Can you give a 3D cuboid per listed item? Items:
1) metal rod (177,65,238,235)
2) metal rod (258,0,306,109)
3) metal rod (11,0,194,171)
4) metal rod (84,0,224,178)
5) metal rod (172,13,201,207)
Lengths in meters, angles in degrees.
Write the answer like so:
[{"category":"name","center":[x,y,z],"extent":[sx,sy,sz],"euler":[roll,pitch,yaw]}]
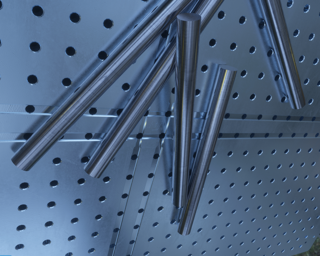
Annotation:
[{"category":"metal rod","center":[0.066,0.050,0.480],"extent":[0.025,0.025,0.298],"euler":[-4,120,-27]},{"category":"metal rod","center":[0.159,-0.132,0.418],"extent":[0.025,0.025,0.300],"euler":[-39,130,-2]},{"category":"metal rod","center":[-0.052,-0.067,0.342],"extent":[0.300,0.025,0.025],"euler":[-45,130,3]},{"category":"metal rod","center":[-0.001,-0.063,0.372],"extent":[0.025,0.025,0.299],"euler":[28,103,-38]},{"category":"metal rod","center":[0.031,0.002,0.410],"extent":[0.025,0.025,0.298],"euler":[-17,132,-19]}]
